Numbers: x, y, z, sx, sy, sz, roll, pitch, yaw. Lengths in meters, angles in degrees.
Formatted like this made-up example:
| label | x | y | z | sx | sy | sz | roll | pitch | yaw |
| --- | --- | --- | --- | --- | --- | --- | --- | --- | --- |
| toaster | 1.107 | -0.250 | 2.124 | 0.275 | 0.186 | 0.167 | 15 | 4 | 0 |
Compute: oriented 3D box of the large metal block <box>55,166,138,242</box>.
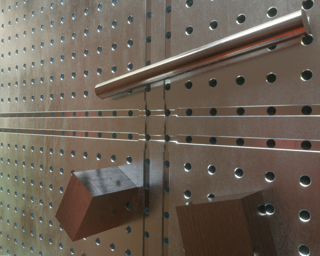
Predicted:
| label | x | y | z | sx | sy | sz | roll | pitch | yaw |
| --- | --- | --- | --- | --- | --- | --- | --- | --- | --- |
| large metal block | -0.091 | 0.106 | 0.446 | 0.050 | 0.081 | 0.079 | 40 | 114 | 32 |

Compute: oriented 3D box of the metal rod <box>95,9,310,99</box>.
| label | x | y | z | sx | sy | sz | roll | pitch | yaw |
| --- | --- | --- | --- | --- | --- | --- | --- | --- | --- |
| metal rod | 0.024 | -0.079 | 0.388 | 0.300 | 0.025 | 0.025 | -11 | 83 | 39 |

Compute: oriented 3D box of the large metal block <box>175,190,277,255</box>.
| label | x | y | z | sx | sy | sz | roll | pitch | yaw |
| --- | --- | --- | --- | --- | --- | --- | --- | --- | --- |
| large metal block | 0.071 | 0.116 | 0.333 | 0.080 | 0.050 | 0.080 | -19 | 78 | 38 |
